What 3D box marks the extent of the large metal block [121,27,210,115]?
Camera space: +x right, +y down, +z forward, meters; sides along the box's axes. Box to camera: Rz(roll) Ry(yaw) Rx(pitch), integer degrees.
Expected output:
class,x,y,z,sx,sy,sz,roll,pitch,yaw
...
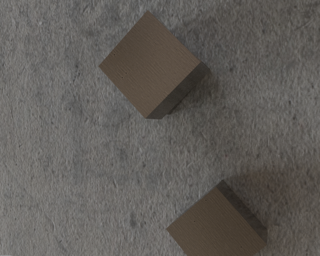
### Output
class,x,y,z,sx,sy,sz,roll,pitch,yaw
large metal block,0.003,-0.074,0.394,0.080,0.050,0.080,44,103,14

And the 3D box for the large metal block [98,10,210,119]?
class,x,y,z,sx,sy,sz,roll,pitch,yaw
large metal block,-0.006,-0.066,0.344,0.080,0.050,0.080,-45,77,14

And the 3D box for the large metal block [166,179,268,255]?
class,x,y,z,sx,sy,sz,roll,pitch,yaw
large metal block,0.069,0.122,0.371,0.080,0.050,0.080,-44,77,14
